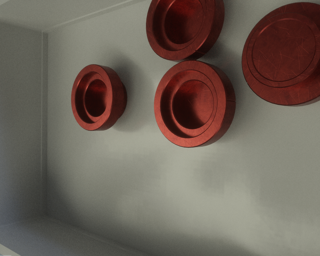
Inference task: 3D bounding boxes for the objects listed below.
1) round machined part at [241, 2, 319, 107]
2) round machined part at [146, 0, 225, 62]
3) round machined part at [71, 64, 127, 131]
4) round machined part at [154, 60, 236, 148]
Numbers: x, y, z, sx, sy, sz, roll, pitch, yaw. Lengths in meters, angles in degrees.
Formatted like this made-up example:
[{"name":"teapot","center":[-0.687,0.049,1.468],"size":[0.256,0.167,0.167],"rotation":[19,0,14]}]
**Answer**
[{"name":"round machined part","center":[0.123,-0.070,0.294],"size":[0.098,0.042,0.097],"rotation":[0,90,40]},{"name":"round machined part","center":[0.033,-0.126,0.368],"size":[0.098,0.042,0.097],"rotation":[0,90,40]},{"name":"round machined part","center":[-0.088,-0.045,0.469],"size":[0.098,0.042,0.097],"rotation":[0,90,40]},{"name":"round machined part","center":[0.044,-0.027,0.360],"size":[0.098,0.042,0.097],"rotation":[0,90,40]}]
